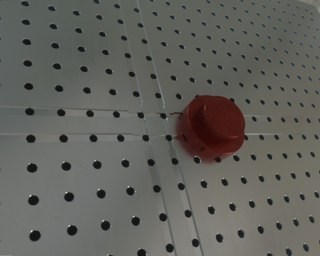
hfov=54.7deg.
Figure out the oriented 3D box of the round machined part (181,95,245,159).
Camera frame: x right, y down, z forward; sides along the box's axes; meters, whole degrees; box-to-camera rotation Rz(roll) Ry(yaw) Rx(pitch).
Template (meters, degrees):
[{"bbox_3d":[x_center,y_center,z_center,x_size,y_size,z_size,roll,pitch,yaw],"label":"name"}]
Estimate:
[{"bbox_3d":[0.083,-0.007,0.449,0.099,0.042,0.098,14,56,-21],"label":"round machined part"}]
